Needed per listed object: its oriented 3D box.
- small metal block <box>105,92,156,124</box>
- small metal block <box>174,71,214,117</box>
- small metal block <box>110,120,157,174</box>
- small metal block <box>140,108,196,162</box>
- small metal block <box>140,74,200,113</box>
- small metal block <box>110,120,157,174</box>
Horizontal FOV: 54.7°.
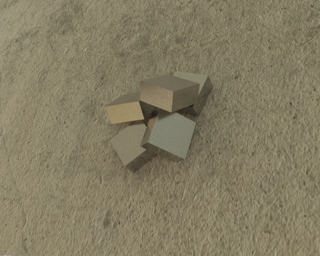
[{"bbox_3d":[-0.038,-0.030,0.426,0.050,0.025,0.050,-7,21,24],"label":"small metal block"},{"bbox_3d":[0.036,-0.046,0.414,0.050,0.025,0.050,15,69,33],"label":"small metal block"},{"bbox_3d":[-0.030,0.022,0.406,0.050,0.025,0.050,-38,51,2],"label":"small metal block"},{"bbox_3d":[0.010,0.008,0.375,0.025,0.050,0.050,-30,38,61],"label":"small metal block"},{"bbox_3d":[0.012,-0.044,0.375,0.050,0.025,0.050,24,31,36],"label":"small metal block"},{"bbox_3d":[-0.030,0.022,0.406,0.050,0.025,0.050,-38,51,2],"label":"small metal block"}]
